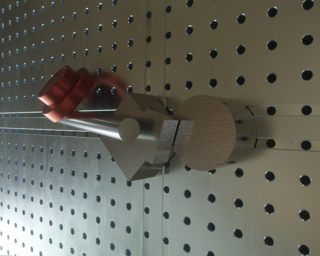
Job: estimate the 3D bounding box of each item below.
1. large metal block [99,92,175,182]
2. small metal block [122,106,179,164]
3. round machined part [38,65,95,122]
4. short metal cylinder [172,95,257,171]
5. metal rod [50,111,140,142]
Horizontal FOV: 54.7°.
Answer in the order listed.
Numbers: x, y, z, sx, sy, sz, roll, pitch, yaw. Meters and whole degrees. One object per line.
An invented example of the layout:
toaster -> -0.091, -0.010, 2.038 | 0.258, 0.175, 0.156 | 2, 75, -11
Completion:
large metal block -> -0.024, 0.011, 0.408 | 0.080, 0.050, 0.080 | 51, 120, 27
small metal block -> -0.012, 0.007, 0.349 | 0.050, 0.025, 0.050 | 24, 105, 37
round machined part -> -0.152, -0.060, 0.485 | 0.098, 0.042, 0.098 | -33, 31, 23
short metal cylinder -> 0.058, 0.005, 0.343 | 0.080, 0.050, 0.079 | 0, 90, 39
metal rod -> -0.114, -0.012, 0.444 | 0.300, 0.025, 0.025 | 10, 96, 56
